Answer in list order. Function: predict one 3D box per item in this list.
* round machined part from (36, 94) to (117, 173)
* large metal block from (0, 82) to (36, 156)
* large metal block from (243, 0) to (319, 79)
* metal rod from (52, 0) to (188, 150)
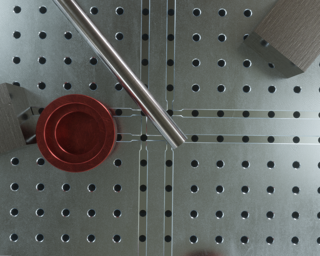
[{"bbox_3d":[-0.105,0.007,0.404,0.099,0.042,0.097,0,90,-1],"label":"round machined part"},{"bbox_3d":[-0.213,-0.005,0.399,0.080,0.050,0.080,-18,90,0],"label":"large metal block"},{"bbox_3d":[0.171,-0.124,0.402,0.080,0.050,0.080,39,90,0],"label":"large metal block"},{"bbox_3d":[-0.067,-0.095,0.412,0.025,0.025,0.300,-39,90,0],"label":"metal rod"}]
